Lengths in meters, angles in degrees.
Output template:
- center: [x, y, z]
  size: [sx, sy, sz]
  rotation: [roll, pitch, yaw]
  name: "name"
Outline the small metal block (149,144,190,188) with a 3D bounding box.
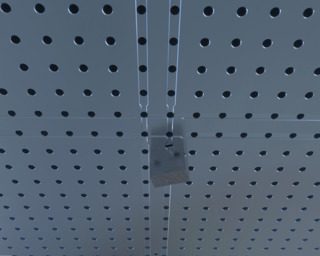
- center: [0.013, 0.053, 0.440]
  size: [0.050, 0.050, 0.025]
  rotation: [-12, 129, 10]
  name: "small metal block"
